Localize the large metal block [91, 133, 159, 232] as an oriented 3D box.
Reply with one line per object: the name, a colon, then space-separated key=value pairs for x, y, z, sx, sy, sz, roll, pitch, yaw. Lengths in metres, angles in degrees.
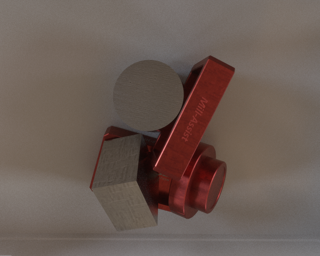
large metal block: x=-0.037 y=0.066 z=0.380 sx=0.050 sy=0.080 sz=0.080 roll=-12 pitch=126 yaw=10

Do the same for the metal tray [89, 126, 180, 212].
metal tray: x=-0.021 y=0.059 z=0.427 sx=0.131 sy=0.030 sz=0.089 roll=16 pitch=109 yaw=-6

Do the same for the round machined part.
round machined part: x=0.053 y=0.069 z=0.393 sx=0.042 sy=0.099 sz=0.097 roll=17 pitch=112 yaw=26

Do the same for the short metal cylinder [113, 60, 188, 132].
short metal cylinder: x=-0.009 y=-0.035 z=0.367 sx=0.080 sy=0.050 sz=0.080 roll=-1 pitch=87 yaw=11

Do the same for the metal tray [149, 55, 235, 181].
metal tray: x=0.031 y=-0.013 z=0.354 sx=0.030 sy=0.090 sz=0.129 roll=26 pitch=92 yaw=-6
